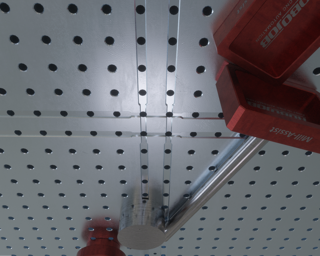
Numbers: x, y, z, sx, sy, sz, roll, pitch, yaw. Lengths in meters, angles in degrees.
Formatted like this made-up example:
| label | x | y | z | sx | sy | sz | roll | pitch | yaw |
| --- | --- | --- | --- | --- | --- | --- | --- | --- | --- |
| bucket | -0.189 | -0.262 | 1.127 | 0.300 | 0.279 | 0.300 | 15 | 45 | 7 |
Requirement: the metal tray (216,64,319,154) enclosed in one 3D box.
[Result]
| label | x | y | z | sx | sy | sz | roll | pitch | yaw |
| --- | --- | --- | --- | --- | --- | --- | --- | --- | --- |
| metal tray | 0.134 | -0.022 | 0.351 | 0.131 | 0.090 | 0.030 | 14 | 129 | -12 |

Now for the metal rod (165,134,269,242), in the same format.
| label | x | y | z | sx | sy | sz | roll | pitch | yaw |
| --- | --- | --- | --- | --- | --- | --- | --- | --- | --- |
| metal rod | 0.075 | 0.102 | 0.499 | 0.025 | 0.025 | 0.298 | 22 | 127 | -18 |

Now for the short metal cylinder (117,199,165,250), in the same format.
| label | x | y | z | sx | sy | sz | roll | pitch | yaw |
| --- | --- | --- | --- | --- | --- | --- | --- | --- | --- |
| short metal cylinder | -0.031 | 0.169 | 0.539 | 0.081 | 0.050 | 0.079 | 0 | 130 | 0 |

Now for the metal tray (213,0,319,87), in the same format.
| label | x | y | z | sx | sy | sz | roll | pitch | yaw |
| --- | --- | --- | --- | --- | --- | --- | --- | --- | --- |
| metal tray | 0.129 | -0.113 | 0.313 | 0.090 | 0.030 | 0.129 | 25 | 126 | -20 |

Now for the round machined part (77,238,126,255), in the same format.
| label | x | y | z | sx | sy | sz | roll | pitch | yaw |
| --- | --- | --- | --- | --- | --- | --- | --- | --- | --- |
| round machined part | -0.116 | 0.257 | 0.619 | 0.099 | 0.042 | 0.097 | 0 | 130 | 0 |
